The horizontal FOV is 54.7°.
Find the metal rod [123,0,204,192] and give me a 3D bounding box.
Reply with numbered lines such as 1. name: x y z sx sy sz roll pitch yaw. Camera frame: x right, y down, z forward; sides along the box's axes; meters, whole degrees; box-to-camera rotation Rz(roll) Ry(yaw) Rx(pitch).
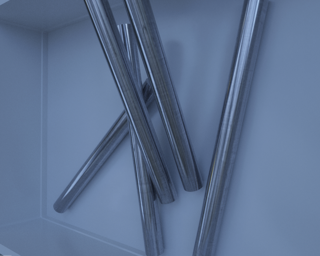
1. metal rod: -0.003 -0.064 0.327 0.025 0.025 0.298 -2 115 40

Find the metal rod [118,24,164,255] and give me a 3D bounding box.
1. metal rod: -0.026 0.018 0.404 0.025 0.025 0.298 -5 94 40

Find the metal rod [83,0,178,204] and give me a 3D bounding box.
1. metal rod: -0.036 -0.045 0.361 0.025 0.025 0.298 -7 110 40

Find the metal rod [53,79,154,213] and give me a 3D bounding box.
1. metal rod: -0.093 0.042 0.484 0.298 0.025 0.025 -49 61 28

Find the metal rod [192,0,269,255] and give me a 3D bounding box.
1. metal rod: 0.076 0.008 0.344 0.025 0.025 0.298 17 100 39
